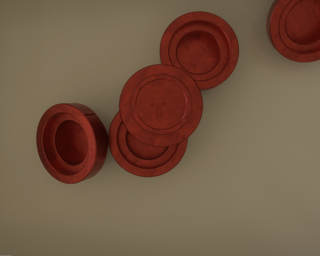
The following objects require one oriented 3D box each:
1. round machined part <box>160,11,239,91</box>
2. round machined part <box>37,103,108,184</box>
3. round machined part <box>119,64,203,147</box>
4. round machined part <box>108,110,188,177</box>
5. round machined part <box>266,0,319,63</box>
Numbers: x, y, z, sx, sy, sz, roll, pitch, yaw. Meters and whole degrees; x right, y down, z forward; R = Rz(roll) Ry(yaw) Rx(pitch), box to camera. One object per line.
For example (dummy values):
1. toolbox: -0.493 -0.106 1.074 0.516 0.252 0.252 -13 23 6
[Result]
1. round machined part: 0.049 -0.096 0.404 0.099 0.042 0.097 0 90 -1
2. round machined part: -0.104 0.017 0.388 0.098 0.042 0.097 4 97 28
3. round machined part: 0.001 -0.026 0.361 0.099 0.042 0.097 0 90 -1
4. round machined part: -0.015 0.012 0.403 0.099 0.042 0.097 0 90 -1
5. round machined part: 0.185 -0.136 0.393 0.099 0.042 0.097 2 117 5
